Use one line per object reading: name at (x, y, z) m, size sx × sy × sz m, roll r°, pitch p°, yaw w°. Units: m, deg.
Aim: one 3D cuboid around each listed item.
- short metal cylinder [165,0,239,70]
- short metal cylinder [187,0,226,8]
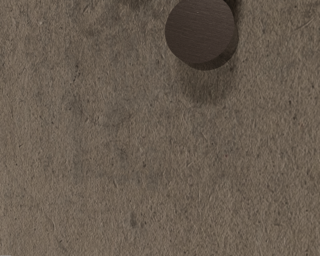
short metal cylinder at (0.052, -0.114, 0.377) m, size 0.080 × 0.050 × 0.079 m, roll 0°, pitch 90°, yaw 19°
short metal cylinder at (0.055, -0.195, 0.376) m, size 0.080 × 0.050 × 0.079 m, roll 0°, pitch 90°, yaw 19°
